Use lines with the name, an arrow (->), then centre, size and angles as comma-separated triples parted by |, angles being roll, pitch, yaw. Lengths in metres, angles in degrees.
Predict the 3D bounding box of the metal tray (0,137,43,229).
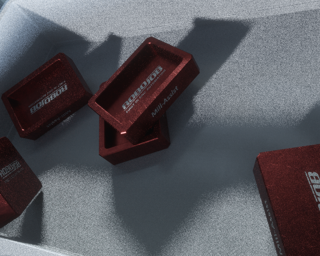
metal tray -> -0.199, 0.062, 0.388 | 0.030, 0.090, 0.130 | -34, 9, -6

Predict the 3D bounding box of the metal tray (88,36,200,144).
metal tray -> -0.023, -0.053, 0.407 | 0.130, 0.030, 0.090 | -49, 52, -7

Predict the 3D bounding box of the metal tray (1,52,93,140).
metal tray -> -0.186, -0.051, 0.511 | 0.130, 0.030, 0.090 | -34, 74, 5

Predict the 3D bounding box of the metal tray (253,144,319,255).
metal tray -> 0.142, 0.078, 0.264 | 0.090, 0.030, 0.130 | -9, 56, 3

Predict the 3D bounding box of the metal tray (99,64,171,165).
metal tray -> -0.039, -0.021, 0.436 | 0.090, 0.030, 0.130 | -19, 54, 17
